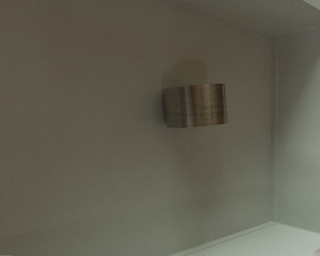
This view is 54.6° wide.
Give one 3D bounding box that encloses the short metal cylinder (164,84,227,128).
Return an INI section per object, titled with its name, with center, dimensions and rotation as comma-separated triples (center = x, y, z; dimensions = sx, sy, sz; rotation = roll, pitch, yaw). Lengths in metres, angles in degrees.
[short metal cylinder]
center = 0.047, -0.029, 0.409
dimensions = 0.081, 0.080, 0.050
rotation = -8, 96, -40
